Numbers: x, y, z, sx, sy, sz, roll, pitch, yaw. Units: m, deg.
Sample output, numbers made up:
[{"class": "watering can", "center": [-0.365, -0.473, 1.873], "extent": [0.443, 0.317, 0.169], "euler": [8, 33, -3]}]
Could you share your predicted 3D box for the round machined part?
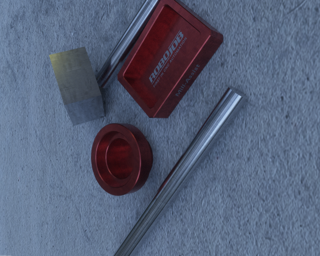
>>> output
[{"class": "round machined part", "center": [-0.048, 0.042, 0.432], "extent": [0.098, 0.042, 0.097], "euler": [0, 90, 39]}]

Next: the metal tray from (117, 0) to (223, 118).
[{"class": "metal tray", "center": [0.007, -0.087, 0.393], "extent": [0.090, 0.030, 0.129], "euler": [50, 119, 28]}]

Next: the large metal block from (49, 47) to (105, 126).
[{"class": "large metal block", "center": [-0.120, -0.059, 0.459], "extent": [0.080, 0.050, 0.080], "euler": [108, 143, -69]}]

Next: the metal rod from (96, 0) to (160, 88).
[{"class": "metal rod", "center": [-0.004, -0.169, 0.406], "extent": [0.299, 0.025, 0.025], "euler": [-49, 61, 28]}]

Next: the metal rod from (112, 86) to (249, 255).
[{"class": "metal rod", "center": [0.012, 0.078, 0.392], "extent": [0.025, 0.025, 0.298], "euler": [46, 117, 30]}]
